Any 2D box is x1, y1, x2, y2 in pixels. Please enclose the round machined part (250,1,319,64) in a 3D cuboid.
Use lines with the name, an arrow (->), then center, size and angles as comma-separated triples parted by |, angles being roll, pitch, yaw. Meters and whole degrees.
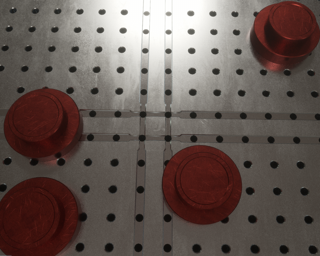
round machined part -> 0.189, -0.147, 0.459 | 0.099, 0.042, 0.098 | 0, 70, -1

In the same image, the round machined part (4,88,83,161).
round machined part -> -0.155, -0.009, 0.404 | 0.099, 0.042, 0.098 | 0, 70, -1

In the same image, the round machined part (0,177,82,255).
round machined part -> -0.146, 0.106, 0.362 | 0.099, 0.042, 0.098 | 0, 70, -1

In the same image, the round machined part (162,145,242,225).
round machined part -> 0.052, 0.067, 0.379 | 0.099, 0.042, 0.098 | 0, 70, -1
